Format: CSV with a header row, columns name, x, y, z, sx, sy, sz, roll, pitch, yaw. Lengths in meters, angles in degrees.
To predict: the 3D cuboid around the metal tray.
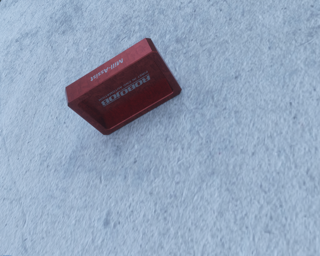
name,x,y,z,sx,sy,sz,roll,pitch,yaw
metal tray,-0.047,-0.050,0.415,0.130,0.090,0.030,-30,52,9
